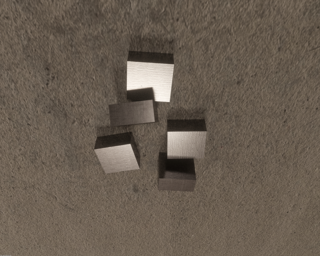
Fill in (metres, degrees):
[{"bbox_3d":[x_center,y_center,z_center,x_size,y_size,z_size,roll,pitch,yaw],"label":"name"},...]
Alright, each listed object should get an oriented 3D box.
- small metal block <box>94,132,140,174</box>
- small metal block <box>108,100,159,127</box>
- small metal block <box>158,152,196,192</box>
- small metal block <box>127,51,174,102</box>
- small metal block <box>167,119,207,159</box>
[{"bbox_3d":[-0.059,0.035,0.437,0.050,0.025,0.050,-9,130,7],"label":"small metal block"},{"bbox_3d":[-0.030,-0.017,0.373,0.050,0.050,0.025,-6,90,5],"label":"small metal block"},{"bbox_3d":[0.023,0.062,0.445,0.050,0.050,0.025,4,130,-4],"label":"small metal block"},{"bbox_3d":[-0.012,-0.059,0.357,0.050,0.025,0.050,3,130,-3],"label":"small metal block"},{"bbox_3d":[0.035,0.015,0.421,0.050,0.025,0.050,-1,130,0],"label":"small metal block"}]
